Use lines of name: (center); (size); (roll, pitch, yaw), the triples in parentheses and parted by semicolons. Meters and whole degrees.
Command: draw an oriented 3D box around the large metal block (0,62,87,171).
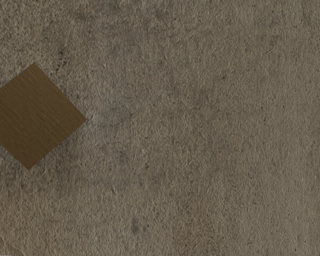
large metal block: (-0.142, -0.012, 0.343); (0.080, 0.050, 0.080); (-44, 104, -15)
